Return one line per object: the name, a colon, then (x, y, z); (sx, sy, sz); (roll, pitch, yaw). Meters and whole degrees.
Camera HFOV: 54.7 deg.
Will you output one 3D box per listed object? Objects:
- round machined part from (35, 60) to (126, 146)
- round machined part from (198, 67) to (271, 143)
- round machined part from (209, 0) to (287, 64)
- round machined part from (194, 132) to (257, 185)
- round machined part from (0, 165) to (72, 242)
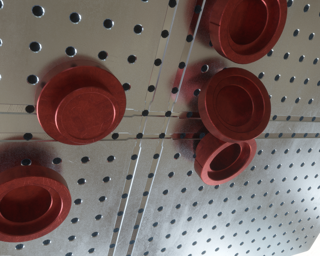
round machined part: (-0.083, -0.021, 0.342); (0.099, 0.042, 0.097); (-14, 124, -21)
round machined part: (0.095, -0.028, 0.416); (0.099, 0.042, 0.097); (3, 81, -19)
round machined part: (0.101, -0.131, 0.376); (0.099, 0.042, 0.097); (-14, 125, -21)
round machined part: (0.094, 0.038, 0.471); (0.099, 0.042, 0.097); (-18, 134, -19)
round machined part: (-0.159, 0.084, 0.366); (0.099, 0.042, 0.097); (-14, 125, -21)
